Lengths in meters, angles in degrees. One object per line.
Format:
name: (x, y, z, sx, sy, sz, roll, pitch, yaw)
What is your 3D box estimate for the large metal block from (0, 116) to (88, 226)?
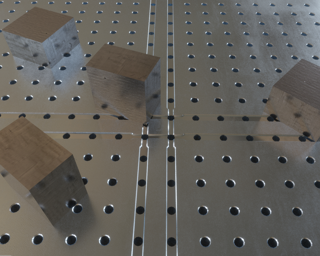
large metal block: (-0.131, 0.046, 0.333, 0.080, 0.080, 0.050, 31, 57, 24)

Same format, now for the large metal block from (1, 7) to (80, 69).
large metal block: (-0.196, -0.153, 0.519, 0.080, 0.050, 0.080, 20, 53, 16)

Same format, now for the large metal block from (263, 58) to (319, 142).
large metal block: (0.205, -0.040, 0.427, 0.080, 0.050, 0.080, 36, 59, 26)

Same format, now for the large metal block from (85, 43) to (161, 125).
large metal block: (-0.046, -0.059, 0.421, 0.080, 0.080, 0.050, 17, 52, 14)
